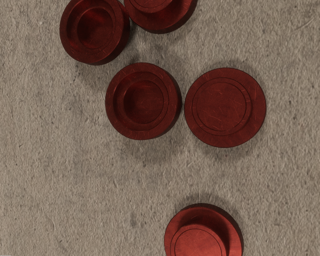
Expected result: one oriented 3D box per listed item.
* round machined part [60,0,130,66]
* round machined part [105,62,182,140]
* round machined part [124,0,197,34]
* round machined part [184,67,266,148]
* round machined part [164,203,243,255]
[{"bbox_3d":[-0.085,-0.135,0.428,0.098,0.042,0.097,0,90,20],"label":"round machined part"},{"bbox_3d":[-0.018,-0.033,0.406,0.098,0.042,0.097,0,90,19],"label":"round machined part"},{"bbox_3d":[-0.003,-0.176,0.400,0.098,0.042,0.097,0,90,19],"label":"round machined part"},{"bbox_3d":[0.076,-0.024,0.373,0.098,0.042,0.097,0,90,19],"label":"round machined part"},{"bbox_3d":[0.051,0.146,0.381,0.098,0.042,0.097,0,90,19],"label":"round machined part"}]
